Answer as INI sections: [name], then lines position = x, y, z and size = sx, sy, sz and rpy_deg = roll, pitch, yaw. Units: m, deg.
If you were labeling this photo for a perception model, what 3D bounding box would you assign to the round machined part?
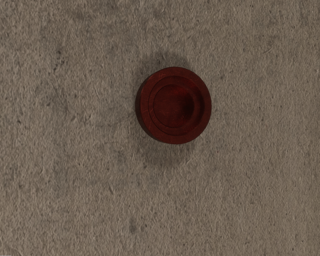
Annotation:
[round machined part]
position = 0.015, -0.028, 0.406
size = 0.099, 0.042, 0.097
rpy_deg = 0, 90, -21
